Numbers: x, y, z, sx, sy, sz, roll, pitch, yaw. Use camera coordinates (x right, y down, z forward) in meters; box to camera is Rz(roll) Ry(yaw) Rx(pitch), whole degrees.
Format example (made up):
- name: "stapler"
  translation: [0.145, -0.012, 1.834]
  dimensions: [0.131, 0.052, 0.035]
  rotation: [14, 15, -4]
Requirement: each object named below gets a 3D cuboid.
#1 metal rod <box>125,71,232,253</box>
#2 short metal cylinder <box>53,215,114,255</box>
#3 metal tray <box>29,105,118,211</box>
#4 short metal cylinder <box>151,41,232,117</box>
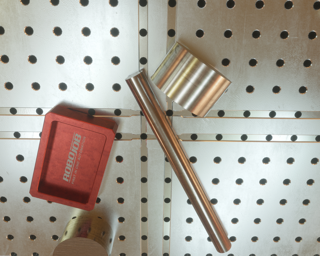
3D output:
- name: "metal rod"
  translation: [0.033, 0.059, 0.435]
  dimensions: [0.025, 0.025, 0.299]
  rotation: [-25, 109, 9]
- name: "short metal cylinder"
  translation: [-0.113, 0.180, 0.465]
  dimensions: [0.081, 0.050, 0.079]
  rotation: [0, 110, 0]
- name: "metal tray"
  translation: [-0.119, 0.044, 0.425]
  dimensions: [0.091, 0.030, 0.129]
  rotation: [17, 109, -6]
- name: "short metal cylinder"
  translation: [0.037, -0.057, 0.363]
  dimensions: [0.080, 0.080, 0.050]
  rotation: [33, 107, -12]
